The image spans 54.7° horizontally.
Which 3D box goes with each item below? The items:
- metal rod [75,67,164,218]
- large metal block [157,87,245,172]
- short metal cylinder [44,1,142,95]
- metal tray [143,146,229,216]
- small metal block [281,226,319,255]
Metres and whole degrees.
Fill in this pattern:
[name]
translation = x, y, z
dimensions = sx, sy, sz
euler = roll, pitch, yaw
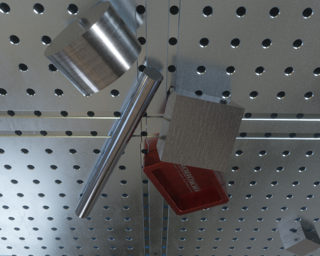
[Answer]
[metal rod]
translation = -0.070, 0.041, 0.445
dimensions = 0.025, 0.025, 0.298
euler = 19, 128, -16
[large metal block]
translation = 0.046, 0.001, 0.377
dimensions = 0.081, 0.050, 0.079
euler = 11, 105, -9
[short metal cylinder]
translation = -0.066, -0.079, 0.307
dimensions = 0.080, 0.080, 0.050
euler = -26, 126, 20
[metal tray]
translation = 0.042, 0.078, 0.475
dimensions = 0.090, 0.030, 0.130
euler = -20, 128, 16
[small metal block]
translation = 0.276, 0.222, 0.603
dimensions = 0.050, 0.025, 0.050
euler = 28, 125, -22
